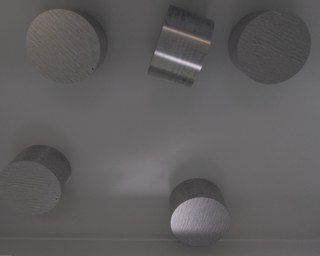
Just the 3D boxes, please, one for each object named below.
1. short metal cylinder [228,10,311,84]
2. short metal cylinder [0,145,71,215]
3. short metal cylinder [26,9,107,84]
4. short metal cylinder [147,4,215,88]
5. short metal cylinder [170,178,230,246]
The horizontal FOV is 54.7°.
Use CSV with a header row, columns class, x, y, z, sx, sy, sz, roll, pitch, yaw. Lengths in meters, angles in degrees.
class,x,y,z,sx,sy,sz,roll,pitch,yaw
short metal cylinder,0.125,-0.096,0.364,0.081,0.050,0.079,0,110,0
short metal cylinder,-0.168,0.069,0.422,0.081,0.050,0.079,0,110,0
short metal cylinder,-0.106,-0.096,0.361,0.081,0.050,0.079,0,110,0
short metal cylinder,0.022,-0.090,0.349,0.050,0.080,0.079,18,109,-7
short metal cylinder,0.055,0.119,0.442,0.081,0.050,0.079,0,110,0
